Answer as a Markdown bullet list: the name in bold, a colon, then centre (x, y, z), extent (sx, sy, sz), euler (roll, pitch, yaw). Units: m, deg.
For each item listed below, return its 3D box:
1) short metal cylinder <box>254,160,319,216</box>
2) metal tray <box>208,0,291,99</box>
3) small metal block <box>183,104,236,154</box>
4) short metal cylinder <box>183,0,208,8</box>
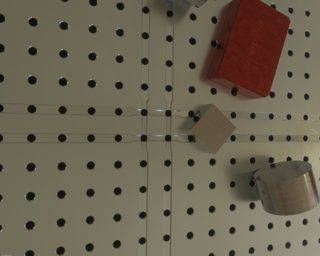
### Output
- **short metal cylinder**: centre (0.184, 0.085, 0.451), extent (0.081, 0.080, 0.050), euler (-20, 97, -19)
- **metal tray**: centre (0.133, -0.119, 0.459), extent (0.091, 0.030, 0.129), euler (20, 83, -19)
- **small metal block**: centre (0.071, 0.001, 0.438), extent (0.050, 0.025, 0.050), euler (44, 76, -15)
- **short metal cylinder**: centre (0.046, -0.205, 0.400), extent (0.050, 0.080, 0.080), euler (23, 83, -19)
